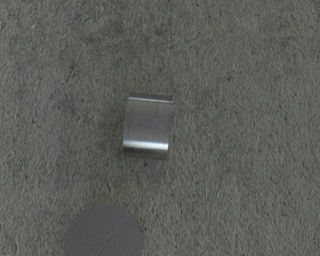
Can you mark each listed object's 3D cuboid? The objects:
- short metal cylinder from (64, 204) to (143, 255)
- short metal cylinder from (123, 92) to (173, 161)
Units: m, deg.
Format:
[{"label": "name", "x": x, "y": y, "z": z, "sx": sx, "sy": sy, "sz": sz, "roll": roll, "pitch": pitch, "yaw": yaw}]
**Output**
[{"label": "short metal cylinder", "x": -0.060, "y": 0.128, "z": 0.347, "sx": 0.081, "sy": 0.050, "sz": 0.080, "roll": 0, "pitch": 70, "yaw": 0}, {"label": "short metal cylinder", "x": -0.013, "y": -0.002, "z": 0.379, "sx": 0.050, "sy": 0.080, "sz": 0.080, "roll": 6, "pitch": 70, "yaw": 2}]
